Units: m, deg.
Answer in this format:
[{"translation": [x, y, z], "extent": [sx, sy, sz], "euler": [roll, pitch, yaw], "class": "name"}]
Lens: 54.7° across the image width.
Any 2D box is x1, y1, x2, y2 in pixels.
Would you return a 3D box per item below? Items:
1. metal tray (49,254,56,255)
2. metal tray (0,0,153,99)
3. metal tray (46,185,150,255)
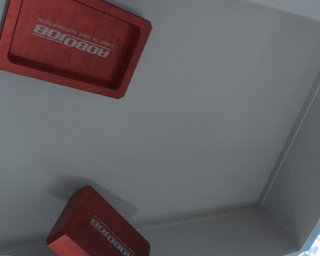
[{"translation": [-0.204, 0.241, 0.446], "extent": [0.131, 0.030, 0.089], "euler": [-11, 123, -23], "class": "metal tray"}, {"translation": [-0.083, -0.087, 0.306], "extent": [0.131, 0.030, 0.089], "euler": [12, 112, -34], "class": "metal tray"}, {"translation": [-0.069, 0.145, 0.387], "extent": [0.030, 0.090, 0.130], "euler": [-36, 106, 18], "class": "metal tray"}]
